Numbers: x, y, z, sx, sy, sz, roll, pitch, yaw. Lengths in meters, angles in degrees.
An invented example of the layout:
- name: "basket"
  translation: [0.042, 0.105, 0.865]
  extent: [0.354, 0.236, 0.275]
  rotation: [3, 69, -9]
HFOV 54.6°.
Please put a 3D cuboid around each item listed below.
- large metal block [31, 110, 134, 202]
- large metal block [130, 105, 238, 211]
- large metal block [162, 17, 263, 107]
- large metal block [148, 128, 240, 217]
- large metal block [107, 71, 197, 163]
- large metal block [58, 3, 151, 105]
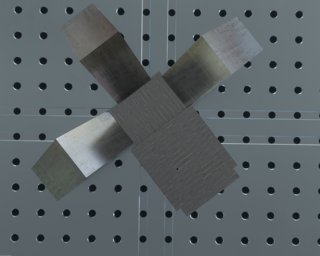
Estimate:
- name: "large metal block"
  translation: [-0.092, 0.033, 0.370]
  extent: [0.050, 0.080, 0.080]
  rotation: [52, 132, 1]
- name: "large metal block"
  translation: [0.025, 0.031, 0.350]
  extent: [0.080, 0.050, 0.080]
  rotation: [-37, 91, -1]
- name: "large metal block"
  translation: [0.062, -0.077, 0.371]
  extent: [0.050, 0.080, 0.080]
  rotation: [52, 50, 0]
- name: "large metal block"
  translation: [0.041, 0.052, 0.400]
  extent: [0.080, 0.050, 0.080]
  rotation: [-37, 89, -1]
- name: "large metal block"
  translation: [-0.008, -0.013, 0.401]
  extent: [0.080, 0.050, 0.080]
  rotation: [-38, 90, 0]
- name: "large metal block"
  translation: [-0.065, -0.088, 0.370]
  extent: [0.050, 0.080, 0.080]
  rotation: [-38, 51, 0]
